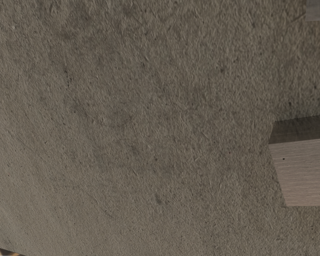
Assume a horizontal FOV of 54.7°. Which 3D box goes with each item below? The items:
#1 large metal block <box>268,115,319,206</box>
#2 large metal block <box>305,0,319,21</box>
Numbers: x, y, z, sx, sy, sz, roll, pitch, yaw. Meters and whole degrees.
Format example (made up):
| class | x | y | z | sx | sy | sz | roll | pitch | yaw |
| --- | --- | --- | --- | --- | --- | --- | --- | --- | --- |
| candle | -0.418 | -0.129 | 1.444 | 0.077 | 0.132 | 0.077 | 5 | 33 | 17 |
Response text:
| class | x | y | z | sx | sy | sz | roll | pitch | yaw |
| --- | --- | --- | --- | --- | --- | --- | --- | --- | --- |
| large metal block | 0.167 | 0.033 | 0.323 | 0.080 | 0.050 | 0.080 | -10 | 114 | 32 |
| large metal block | 0.152 | -0.113 | 0.221 | 0.080 | 0.080 | 0.050 | 5 | 121 | 25 |
